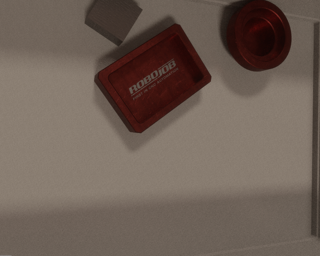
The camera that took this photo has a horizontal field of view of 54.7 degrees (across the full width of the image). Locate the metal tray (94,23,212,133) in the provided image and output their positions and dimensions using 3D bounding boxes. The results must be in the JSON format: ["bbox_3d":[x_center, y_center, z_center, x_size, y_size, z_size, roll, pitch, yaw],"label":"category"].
[{"bbox_3d":[-0.007,-0.065,0.406,0.131,0.030,0.090,-37,102,-17],"label":"metal tray"}]

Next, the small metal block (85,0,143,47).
[{"bbox_3d":[-0.058,-0.140,0.389,0.050,0.025,0.050,32,79,-18],"label":"small metal block"}]

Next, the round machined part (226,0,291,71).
[{"bbox_3d":[0.139,-0.131,0.454,0.099,0.042,0.097,0,90,-21],"label":"round machined part"}]
